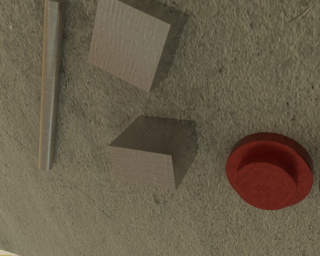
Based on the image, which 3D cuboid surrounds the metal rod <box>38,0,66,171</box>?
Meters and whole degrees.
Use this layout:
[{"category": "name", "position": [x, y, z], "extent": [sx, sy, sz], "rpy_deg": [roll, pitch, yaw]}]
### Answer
[{"category": "metal rod", "position": [-0.165, -0.044, 0.463], "extent": [0.025, 0.025, 0.298], "rpy_deg": [27, 128, 11]}]

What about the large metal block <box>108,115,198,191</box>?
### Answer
[{"category": "large metal block", "position": [-0.005, 0.027, 0.389], "extent": [0.080, 0.080, 0.050], "rpy_deg": [7, 121, 24]}]

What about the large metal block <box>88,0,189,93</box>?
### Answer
[{"category": "large metal block", "position": [-0.026, -0.098, 0.342], "extent": [0.080, 0.050, 0.079], "rpy_deg": [28, 128, 10]}]

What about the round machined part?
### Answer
[{"category": "round machined part", "position": [0.126, 0.057, 0.365], "extent": [0.098, 0.042, 0.097], "rpy_deg": [13, 124, 20]}]
